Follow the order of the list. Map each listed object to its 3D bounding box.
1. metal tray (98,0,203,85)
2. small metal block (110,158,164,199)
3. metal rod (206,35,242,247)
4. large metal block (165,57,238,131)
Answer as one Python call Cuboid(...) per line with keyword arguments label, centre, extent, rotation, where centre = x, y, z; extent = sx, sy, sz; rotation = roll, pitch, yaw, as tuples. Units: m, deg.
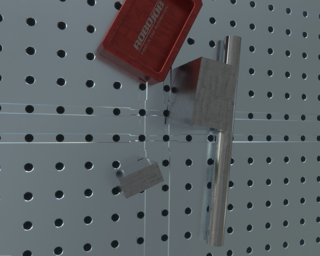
Cuboid(label="metal tray", centre=(-0.011, -0.134, 0.406), extent=(0.090, 0.030, 0.130), rotation=(29, 80, -18))
Cuboid(label="small metal block", centre=(-0.030, 0.061, 0.389), extent=(0.050, 0.050, 0.025), rotation=(-22, 98, -19))
Cuboid(label="metal rod", centre=(0.092, 0.017, 0.448), extent=(0.025, 0.025, 0.298), rotation=(6, 88, -20))
Cuboid(label="large metal block", centre=(0.051, -0.040, 0.404), extent=(0.050, 0.080, 0.080), rotation=(11, 87, -20))
